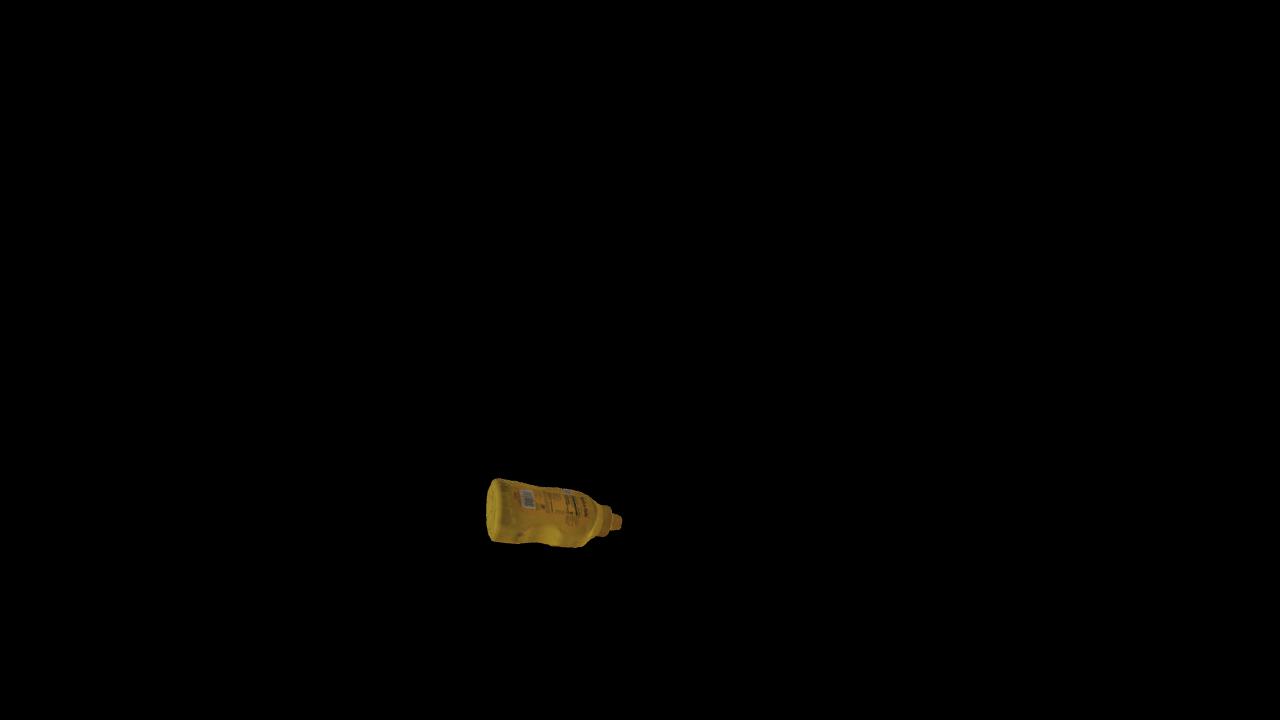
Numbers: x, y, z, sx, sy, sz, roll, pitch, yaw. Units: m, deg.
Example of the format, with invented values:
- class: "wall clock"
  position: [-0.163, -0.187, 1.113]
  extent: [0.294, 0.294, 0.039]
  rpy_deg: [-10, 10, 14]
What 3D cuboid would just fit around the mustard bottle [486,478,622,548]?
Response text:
- class: "mustard bottle"
  position: [-0.107, 0.207, 0.815]
  extent: [0.184, 0.054, 0.092]
  rpy_deg: [13, 22, -25]
